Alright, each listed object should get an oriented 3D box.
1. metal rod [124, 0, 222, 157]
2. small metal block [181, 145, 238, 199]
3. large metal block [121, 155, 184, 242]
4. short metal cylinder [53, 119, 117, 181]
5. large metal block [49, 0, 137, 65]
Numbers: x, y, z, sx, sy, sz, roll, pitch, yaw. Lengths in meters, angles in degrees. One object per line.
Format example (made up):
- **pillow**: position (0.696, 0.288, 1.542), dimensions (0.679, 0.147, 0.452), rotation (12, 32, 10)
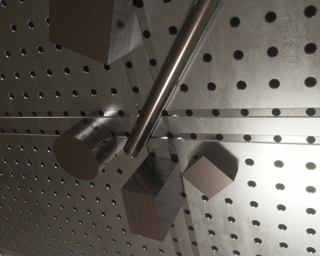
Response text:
- **metal rod**: position (0.015, -0.069, 0.359), dimensions (0.025, 0.025, 0.298), rotation (33, 129, 6)
- **small metal block**: position (0.066, 0.060, 0.413), dimensions (0.050, 0.025, 0.050), rotation (41, 129, 0)
- **large metal block**: position (-0.007, 0.097, 0.438), dimensions (0.050, 0.080, 0.079), rotation (7, 122, 24)
- **short metal cylinder**: position (-0.114, 0.033, 0.473), dimensions (0.080, 0.050, 0.079), rotation (13, 124, 20)
- **large metal block**: position (-0.077, -0.130, 0.354), dimensions (0.080, 0.050, 0.079), rotation (24, 127, 13)
